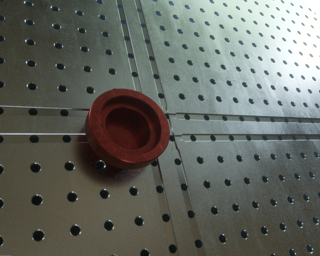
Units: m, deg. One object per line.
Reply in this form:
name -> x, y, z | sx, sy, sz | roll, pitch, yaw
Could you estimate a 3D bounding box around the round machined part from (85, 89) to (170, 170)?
round machined part -> -0.041, 0.005, 0.372 | 0.099, 0.042, 0.098 | 13, 56, -21
